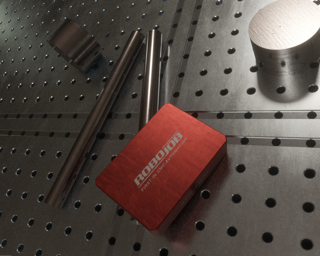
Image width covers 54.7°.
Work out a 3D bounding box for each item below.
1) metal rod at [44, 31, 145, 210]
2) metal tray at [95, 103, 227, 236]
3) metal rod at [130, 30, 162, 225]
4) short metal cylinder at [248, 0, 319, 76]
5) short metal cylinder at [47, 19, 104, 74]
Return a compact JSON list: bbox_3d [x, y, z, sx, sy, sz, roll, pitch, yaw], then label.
[{"bbox_3d":[-0.091,-0.025,0.468,0.025,0.025,0.300,10,66,32],"label":"metal rod"},{"bbox_3d":[0.004,0.042,0.353,0.090,0.030,0.130,33,71,26],"label":"metal tray"},{"bbox_3d":[-0.015,-0.022,0.427,0.025,0.025,0.299,-11,57,22],"label":"metal rod"},{"bbox_3d":[0.154,-0.111,0.379,0.080,0.050,0.080,-13,57,21],"label":"short metal cylinder"},{"bbox_3d":[-0.145,-0.139,0.532,0.080,0.080,0.050,34,81,38],"label":"short metal cylinder"}]
